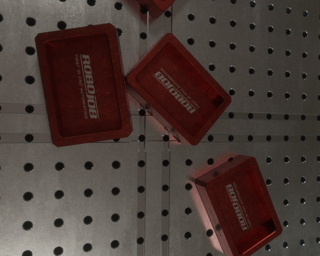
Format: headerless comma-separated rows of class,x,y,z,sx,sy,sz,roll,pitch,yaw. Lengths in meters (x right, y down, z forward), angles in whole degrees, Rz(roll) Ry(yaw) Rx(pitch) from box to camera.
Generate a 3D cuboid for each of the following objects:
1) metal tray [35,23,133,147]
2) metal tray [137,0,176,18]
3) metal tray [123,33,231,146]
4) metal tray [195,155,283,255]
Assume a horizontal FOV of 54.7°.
metal tray,-0.086,-0.048,0.362,0.091,0.030,0.129,-8,93,0
metal tray,0.008,-0.225,0.413,0.090,0.030,0.130,44,76,-15
metal tray,0.024,-0.050,0.419,0.130,0.030,0.090,44,76,-15
metal tray,0.118,0.116,0.455,0.091,0.030,0.129,-26,99,-19
